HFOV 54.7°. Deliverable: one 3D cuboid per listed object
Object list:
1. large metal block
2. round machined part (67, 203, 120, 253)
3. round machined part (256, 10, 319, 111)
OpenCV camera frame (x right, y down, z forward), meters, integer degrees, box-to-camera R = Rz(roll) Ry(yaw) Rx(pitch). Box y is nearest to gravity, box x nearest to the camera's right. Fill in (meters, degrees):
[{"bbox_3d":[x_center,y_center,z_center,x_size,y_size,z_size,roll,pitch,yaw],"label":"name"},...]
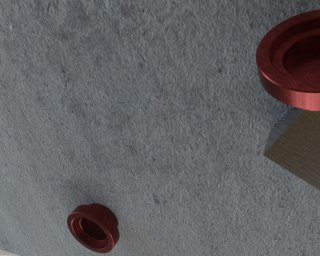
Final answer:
[{"bbox_3d":[0.165,0.010,0.310,0.080,0.050,0.079,33,129,6],"label":"large metal block"},{"bbox_3d":[-0.116,0.177,0.564,0.098,0.042,0.097,13,124,20],"label":"round machined part"},{"bbox_3d":[0.135,-0.053,0.263,0.098,0.098,0.042,2,145,27],"label":"round machined part"}]
